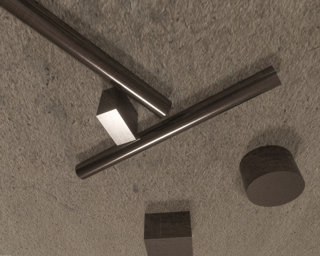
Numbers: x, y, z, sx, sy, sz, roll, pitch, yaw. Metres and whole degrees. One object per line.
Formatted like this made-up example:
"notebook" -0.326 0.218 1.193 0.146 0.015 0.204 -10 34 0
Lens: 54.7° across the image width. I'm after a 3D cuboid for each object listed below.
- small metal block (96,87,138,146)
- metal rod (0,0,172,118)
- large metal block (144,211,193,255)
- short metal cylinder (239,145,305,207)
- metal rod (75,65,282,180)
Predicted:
"small metal block" -0.050 -0.016 0.377 0.025 0.050 0.050 -18 128 14
"metal rod" -0.106 -0.099 0.320 0.301 0.025 0.025 34 122 -26
"large metal block" 0.017 0.197 0.559 0.080 0.050 0.080 -4 130 3
"short metal cylinder" 0.162 0.071 0.454 0.081 0.050 0.079 0 130 0
"metal rod" 0.009 0.002 0.408 0.300 0.025 0.025 -27 126 20
